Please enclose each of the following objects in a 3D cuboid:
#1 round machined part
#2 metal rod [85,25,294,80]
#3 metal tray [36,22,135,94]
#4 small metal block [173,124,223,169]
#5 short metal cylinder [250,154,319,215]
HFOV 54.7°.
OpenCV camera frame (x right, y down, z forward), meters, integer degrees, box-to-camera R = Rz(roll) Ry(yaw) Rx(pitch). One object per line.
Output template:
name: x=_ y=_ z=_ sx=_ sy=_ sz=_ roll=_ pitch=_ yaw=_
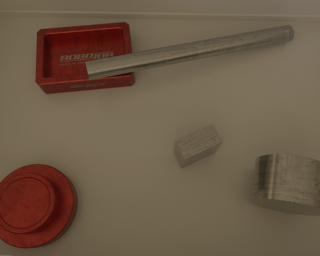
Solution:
round machined part: x=-0.152 y=0.090 z=0.366 sx=0.099 sy=0.042 sz=0.098 roll=0 pitch=70 yaw=-1
metal rod: x=0.050 y=-0.107 z=0.429 sx=0.302 sy=0.025 sz=0.025 roll=-14 pitch=71 yaw=-13
metal tray: x=-0.105 y=-0.101 z=0.442 sx=0.131 sy=0.030 sz=0.090 roll=-6 pitch=70 yaw=-3
small metal block: x=0.046 y=0.024 z=0.388 sx=0.050 sy=0.050 sz=0.025 roll=-24 pitch=72 yaw=-9
short metal cylinder: x=0.149 y=0.067 z=0.358 sx=0.080 sy=0.080 sz=0.050 roll=12 pitch=71 yaw=4
